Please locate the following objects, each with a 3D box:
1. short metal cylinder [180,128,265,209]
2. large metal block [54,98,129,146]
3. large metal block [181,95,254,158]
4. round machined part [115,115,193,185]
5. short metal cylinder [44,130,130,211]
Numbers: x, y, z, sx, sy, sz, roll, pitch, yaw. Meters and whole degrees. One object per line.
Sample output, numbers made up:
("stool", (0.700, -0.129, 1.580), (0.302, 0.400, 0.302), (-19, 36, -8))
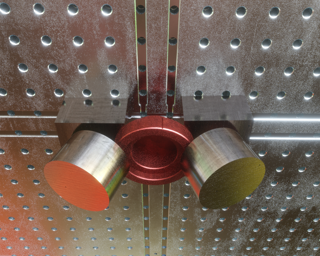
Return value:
("short metal cylinder", (0.070, 0.046, 0.352), (0.081, 0.050, 0.079), (-13, 132, -15))
("large metal block", (-0.082, 0.008, 0.401), (0.081, 0.050, 0.079), (0, 130, -1))
("large metal block", (0.068, 0.005, 0.400), (0.080, 0.050, 0.079), (-1, 130, 0))
("round machined part", (-0.007, 0.023, 0.381), (0.099, 0.042, 0.097), (0, 130, 0))
("short metal cylinder", (-0.082, 0.049, 0.353), (0.080, 0.050, 0.079), (14, 133, 16))
